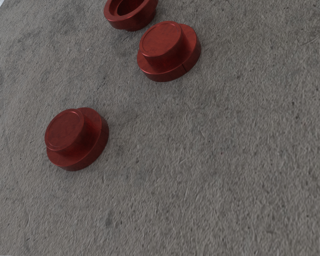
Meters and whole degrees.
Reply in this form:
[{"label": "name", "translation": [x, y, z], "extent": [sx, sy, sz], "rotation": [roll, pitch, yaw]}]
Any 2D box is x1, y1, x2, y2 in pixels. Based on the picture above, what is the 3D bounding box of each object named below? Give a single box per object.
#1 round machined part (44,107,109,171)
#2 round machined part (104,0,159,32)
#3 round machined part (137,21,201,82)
[{"label": "round machined part", "translation": [-0.128, 0.010, 0.454], "extent": [0.098, 0.042, 0.098], "rotation": [-13, 56, 21]}, {"label": "round machined part", "translation": [-0.046, -0.210, 0.546], "extent": [0.098, 0.042, 0.098], "rotation": [-13, 56, 21]}, {"label": "round machined part", "translation": [0.008, -0.120, 0.463], "extent": [0.098, 0.042, 0.098], "rotation": [-13, 56, 21]}]
